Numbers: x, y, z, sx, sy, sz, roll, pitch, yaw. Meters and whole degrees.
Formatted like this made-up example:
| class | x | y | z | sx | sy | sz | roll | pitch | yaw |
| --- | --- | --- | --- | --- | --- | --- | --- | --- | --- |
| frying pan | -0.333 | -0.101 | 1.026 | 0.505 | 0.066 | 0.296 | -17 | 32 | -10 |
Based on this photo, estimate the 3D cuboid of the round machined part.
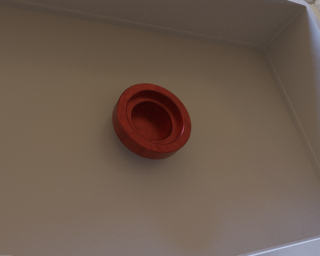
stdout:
| class | x | y | z | sx | sy | sz | roll | pitch | yaw |
| --- | --- | --- | --- | --- | --- | --- | --- | --- | --- |
| round machined part | -0.013 | -0.005 | 0.392 | 0.099 | 0.042 | 0.098 | 14 | 56 | -21 |
